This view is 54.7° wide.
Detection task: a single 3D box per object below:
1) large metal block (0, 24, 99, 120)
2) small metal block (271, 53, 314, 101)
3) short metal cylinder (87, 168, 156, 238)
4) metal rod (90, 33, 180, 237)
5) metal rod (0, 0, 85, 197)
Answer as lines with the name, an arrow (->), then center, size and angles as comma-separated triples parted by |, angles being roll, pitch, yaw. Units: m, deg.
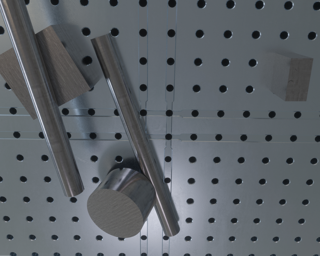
large metal block -> -0.134, -0.069, 0.374 | 0.080, 0.050, 0.080 | -27, 108, 9
small metal block -> 0.159, -0.063, 0.378 | 0.025, 0.050, 0.050 | 0, 110, 0
short metal cylinder -> -0.051, 0.102, 0.424 | 0.080, 0.050, 0.079 | 8, 117, 16
metal rod -> -0.027, 0.023, 0.421 | 0.025, 0.025, 0.298 | -17, 110, 6
metal rod -> -0.135, -0.058, 0.337 | 0.025, 0.025, 0.298 | -10, 110, 4
